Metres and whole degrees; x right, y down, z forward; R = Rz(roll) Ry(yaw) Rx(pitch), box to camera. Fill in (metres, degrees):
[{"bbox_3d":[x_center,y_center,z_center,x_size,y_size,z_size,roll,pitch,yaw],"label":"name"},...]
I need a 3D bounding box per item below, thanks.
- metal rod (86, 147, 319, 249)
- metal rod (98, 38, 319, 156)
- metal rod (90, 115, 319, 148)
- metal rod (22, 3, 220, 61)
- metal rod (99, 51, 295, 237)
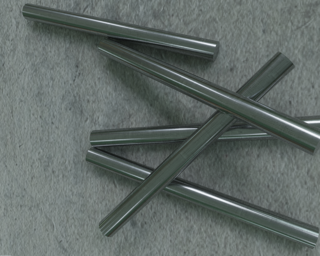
[{"bbox_3d":[0.038,0.081,0.394,0.301,0.025,0.025,17,96,18],"label":"metal rod"},{"bbox_3d":[0.033,-0.050,0.356,0.300,0.025,0.025,30,100,32],"label":"metal rod"},{"bbox_3d":[0.049,0.006,0.391,0.301,0.025,0.025,-4,89,19],"label":"metal rod"},{"bbox_3d":[-0.066,-0.137,0.431,0.301,0.025,0.025,17,96,18],"label":"metal rod"},{"bbox_3d":[0.033,0.029,0.368,0.299,0.025,0.025,-45,77,14],"label":"metal rod"}]
